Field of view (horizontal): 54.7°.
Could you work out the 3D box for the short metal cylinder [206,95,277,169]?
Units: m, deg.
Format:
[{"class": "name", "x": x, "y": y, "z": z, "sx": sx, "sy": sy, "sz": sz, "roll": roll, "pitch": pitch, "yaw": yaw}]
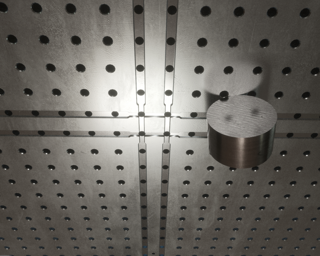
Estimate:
[{"class": "short metal cylinder", "x": 0.099, "y": 0.003, "z": 0.380, "sx": 0.080, "sy": 0.080, "sz": 0.050, "roll": -6, "pitch": 130, "yaw": 4}]
